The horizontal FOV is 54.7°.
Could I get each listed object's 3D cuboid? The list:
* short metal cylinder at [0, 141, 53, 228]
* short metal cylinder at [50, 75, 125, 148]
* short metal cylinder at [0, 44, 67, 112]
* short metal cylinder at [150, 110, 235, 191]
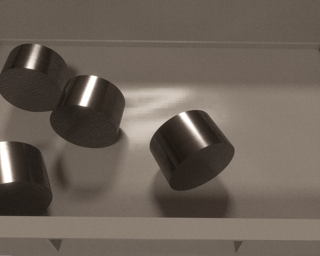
[{"bbox_3d":[-0.157,0.059,0.318,0.081,0.080,0.050,-18,53,-15],"label":"short metal cylinder"},{"bbox_3d":[-0.088,-0.019,0.384,0.080,0.080,0.050,5,50,4],"label":"short metal cylinder"},{"bbox_3d":[-0.172,-0.067,0.424,0.081,0.080,0.050,-1,50,-2],"label":"short metal cylinder"},{"bbox_3d":[0.035,0.026,0.348,0.081,0.080,0.050,-20,53,-16],"label":"short metal cylinder"}]
